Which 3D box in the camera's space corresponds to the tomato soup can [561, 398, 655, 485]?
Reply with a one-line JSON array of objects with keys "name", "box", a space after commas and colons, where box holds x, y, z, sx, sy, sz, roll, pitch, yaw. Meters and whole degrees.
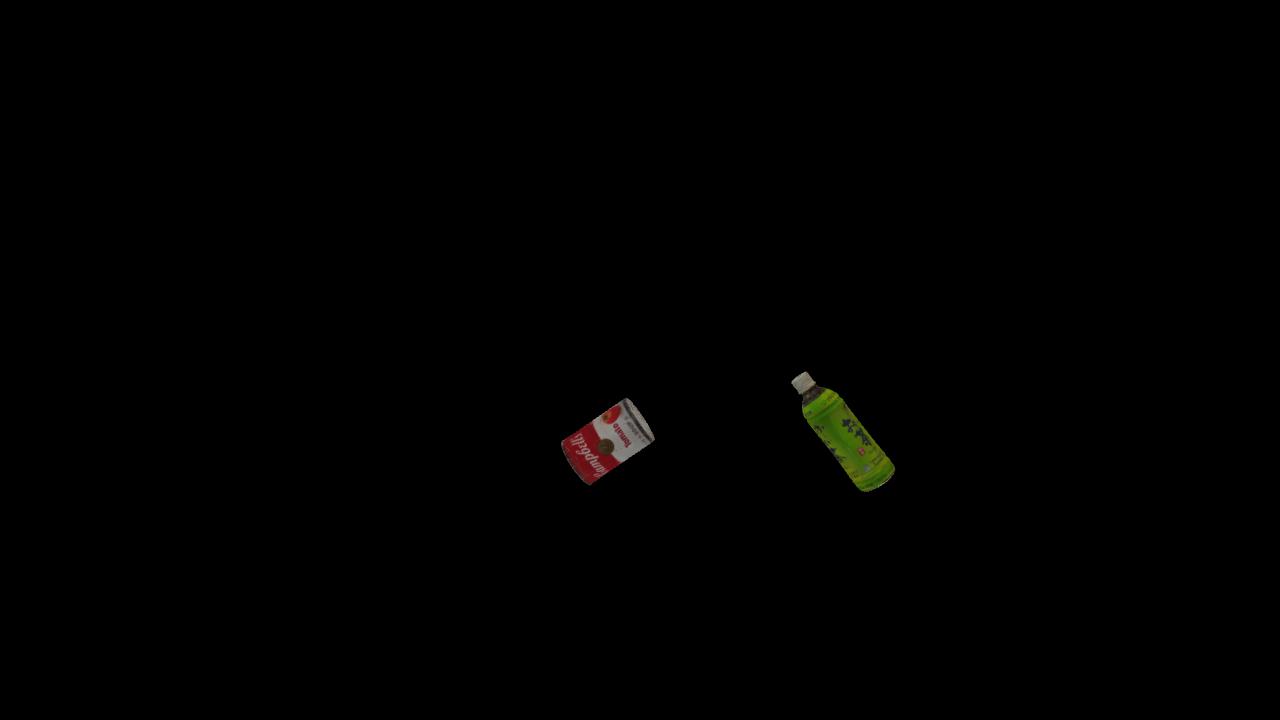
[{"name": "tomato soup can", "box": [-0.040, 0.103, 0.781, 0.101, 0.068, 0.068, -34, -2, 3]}]

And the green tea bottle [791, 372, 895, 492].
[{"name": "green tea bottle", "box": [0.323, 0.111, 1.003, 0.073, 0.212, 0.073, -38, -5, -4]}]
